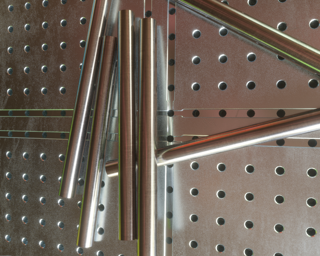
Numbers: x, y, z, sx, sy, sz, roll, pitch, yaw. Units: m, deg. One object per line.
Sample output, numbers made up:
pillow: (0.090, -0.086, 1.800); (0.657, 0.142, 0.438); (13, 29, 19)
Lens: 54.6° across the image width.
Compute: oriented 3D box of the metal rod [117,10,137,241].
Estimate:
metal rod: (-0.043, -0.010, 0.408); (0.025, 0.025, 0.299); (-5, 81, 20)

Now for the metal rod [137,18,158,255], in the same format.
metal rod: (-0.016, 0.005, 0.396); (0.025, 0.025, 0.299); (-3, 80, 20)

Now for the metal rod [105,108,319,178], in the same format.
metal rod: (0.067, 0.021, 0.389); (0.300, 0.025, 0.025); (-15, 85, 19)

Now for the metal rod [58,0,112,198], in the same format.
metal rod: (-0.109, -0.046, 0.451); (0.025, 0.025, 0.298); (13, 94, 19)

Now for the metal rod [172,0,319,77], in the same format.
metal rod: (0.125, -0.110, 0.368); (0.300, 0.025, 0.025); (34, 101, 16)

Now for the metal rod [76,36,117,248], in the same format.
metal rod: (-0.089, 0.021, 0.444); (0.025, 0.025, 0.298); (9, 93, 20)
